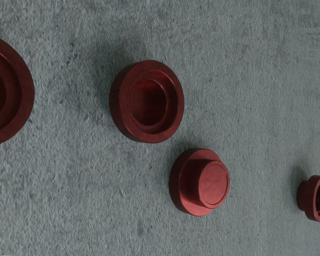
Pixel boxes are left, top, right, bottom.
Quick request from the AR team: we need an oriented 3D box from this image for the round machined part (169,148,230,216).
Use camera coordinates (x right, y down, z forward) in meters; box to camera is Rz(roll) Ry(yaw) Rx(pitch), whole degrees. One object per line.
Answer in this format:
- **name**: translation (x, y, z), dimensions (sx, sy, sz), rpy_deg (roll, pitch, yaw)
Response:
- **round machined part**: translation (0.063, 0.078, 0.447), dimensions (0.099, 0.042, 0.097), rpy_deg (0, 90, -40)

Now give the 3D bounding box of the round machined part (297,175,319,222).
- **round machined part**: translation (0.334, 0.151, 0.673), dimensions (0.099, 0.042, 0.097), rpy_deg (0, 90, -40)

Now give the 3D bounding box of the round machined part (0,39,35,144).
- **round machined part**: translation (-0.162, -0.030, 0.258), dimensions (0.099, 0.042, 0.097), rpy_deg (0, 90, -40)

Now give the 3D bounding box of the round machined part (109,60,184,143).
- **round machined part**: translation (-0.020, -0.031, 0.377), dimensions (0.099, 0.042, 0.097), rpy_deg (0, 90, -40)
